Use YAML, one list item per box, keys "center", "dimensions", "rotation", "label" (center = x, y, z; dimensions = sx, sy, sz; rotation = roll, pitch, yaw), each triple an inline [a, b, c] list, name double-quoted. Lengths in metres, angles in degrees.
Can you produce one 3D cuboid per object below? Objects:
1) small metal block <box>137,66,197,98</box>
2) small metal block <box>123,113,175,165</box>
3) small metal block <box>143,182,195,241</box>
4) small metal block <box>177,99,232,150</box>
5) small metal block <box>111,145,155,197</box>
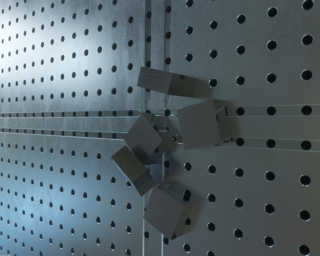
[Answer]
- center: [0.009, -0.057, 0.384]
  dimensions: [0.050, 0.050, 0.025]
  rotation: [20, 103, 38]
  label: "small metal block"
- center: [-0.016, 0.015, 0.420]
  dimensions: [0.050, 0.025, 0.050]
  rotation: [52, 120, 27]
  label: "small metal block"
- center: [0.011, 0.106, 0.399]
  dimensions: [0.050, 0.025, 0.050]
  rotation: [29, 108, 36]
  label: "small metal block"
- center: [0.052, -0.003, 0.365]
  dimensions: [0.050, 0.025, 0.050]
  rotation: [-16, 80, 38]
  label: "small metal block"
- center: [-0.036, 0.059, 0.418]
  dimensions: [0.025, 0.050, 0.050]
  rotation: [-38, 58, -13]
  label: "small metal block"
